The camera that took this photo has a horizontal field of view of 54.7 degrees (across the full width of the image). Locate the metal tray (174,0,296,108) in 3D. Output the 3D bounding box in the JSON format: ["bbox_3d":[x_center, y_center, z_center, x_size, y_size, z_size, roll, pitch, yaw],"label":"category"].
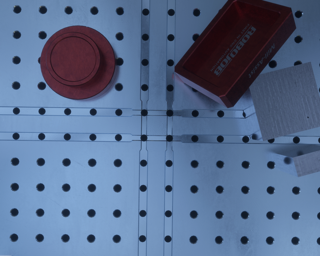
[{"bbox_3d":[0.090,-0.099,0.386,0.130,0.030,0.090,-51,50,0],"label":"metal tray"}]

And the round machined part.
[{"bbox_3d":[-0.107,-0.086,0.404,0.099,0.042,0.097,0,90,0],"label":"round machined part"}]

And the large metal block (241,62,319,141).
[{"bbox_3d":[0.155,-0.033,0.402,0.080,0.050,0.080,-14,90,0],"label":"large metal block"}]

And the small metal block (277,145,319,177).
[{"bbox_3d":[0.189,0.041,0.402,0.050,0.050,0.025,-15,90,0],"label":"small metal block"}]
